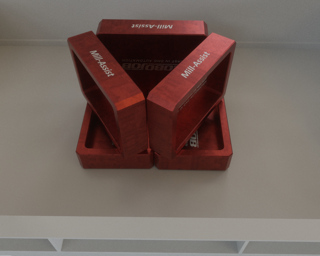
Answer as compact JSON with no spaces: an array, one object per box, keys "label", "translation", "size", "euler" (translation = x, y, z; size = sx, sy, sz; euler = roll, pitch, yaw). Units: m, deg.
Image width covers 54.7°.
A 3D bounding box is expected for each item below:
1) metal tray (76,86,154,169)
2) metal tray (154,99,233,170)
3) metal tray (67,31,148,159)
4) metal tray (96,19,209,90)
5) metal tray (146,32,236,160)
[{"label":"metal tray","translation":[-0.052,-0.009,0.408],"size":[0.091,0.030,0.130],"euler":[0,49,0]},{"label":"metal tray","translation":[0.040,-0.007,0.407],"size":[0.091,0.030,0.130],"euler":[1,49,1]},{"label":"metal tray","translation":[-0.060,-0.039,0.353],"size":[0.030,0.090,0.130],"euler":[-25,55,-19]},{"label":"metal tray","translation":[-0.009,-0.090,0.396],"size":[0.131,0.090,0.030],"euler":[1,51,1]},{"label":"metal tray","translation":[0.037,-0.037,0.352],"size":[0.030,0.090,0.131],"euler":[29,56,22]}]
